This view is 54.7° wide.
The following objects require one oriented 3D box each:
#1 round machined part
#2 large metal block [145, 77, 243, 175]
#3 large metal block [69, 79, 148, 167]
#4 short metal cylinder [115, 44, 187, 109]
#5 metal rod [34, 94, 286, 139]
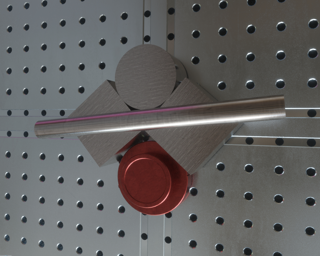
[{"bbox_3d":[-0.012,0.065,0.403,0.098,0.042,0.097,0,90,19],"label":"round machined part"},{"bbox_3d":[0.041,-0.003,0.378,0.080,0.050,0.080,44,105,14],"label":"large metal block"},{"bbox_3d":[-0.064,-0.006,0.418,0.080,0.050,0.080,-41,79,15],"label":"large metal block"},{"bbox_3d":[-0.010,-0.062,0.399,0.080,0.050,0.079,0,90,20],"label":"short metal cylinder"},{"bbox_3d":[-0.017,-0.009,0.359,0.301,0.025,0.025,-5,89,20],"label":"metal rod"}]
